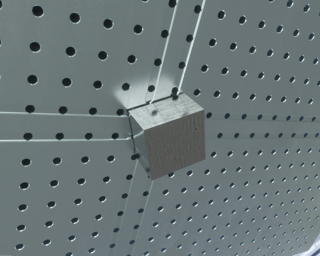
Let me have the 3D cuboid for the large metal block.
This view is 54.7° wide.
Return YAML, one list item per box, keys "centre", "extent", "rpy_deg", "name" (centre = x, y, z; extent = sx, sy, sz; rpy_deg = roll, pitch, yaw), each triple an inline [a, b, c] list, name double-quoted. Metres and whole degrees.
- centre: [0.011, 0.011, 0.406]
  extent: [0.081, 0.050, 0.079]
  rpy_deg: [-19, 126, -18]
  name: "large metal block"
